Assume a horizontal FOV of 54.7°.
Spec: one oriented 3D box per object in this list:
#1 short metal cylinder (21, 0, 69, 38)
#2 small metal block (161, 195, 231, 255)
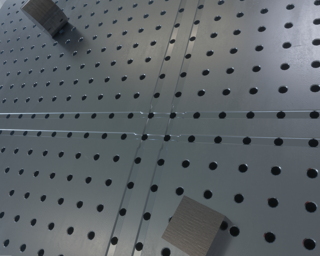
[{"bbox_3d":[-0.239,-0.235,0.643,0.050,0.080,0.080,-50,52,-6],"label":"short metal cylinder"},{"bbox_3d":[0.038,0.106,0.323,0.050,0.025,0.050,20,72,35],"label":"small metal block"}]
